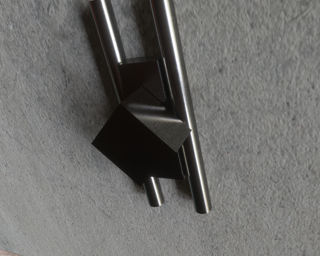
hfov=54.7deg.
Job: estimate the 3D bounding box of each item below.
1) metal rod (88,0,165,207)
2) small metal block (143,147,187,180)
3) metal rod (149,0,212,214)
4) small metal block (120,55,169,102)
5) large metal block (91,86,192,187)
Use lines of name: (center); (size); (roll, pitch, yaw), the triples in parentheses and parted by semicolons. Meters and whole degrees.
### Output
metal rod: (-0.037, -0.016, 0.417); (0.025, 0.025, 0.298); (0, 119, 27)
small metal block: (0.010, 0.042, 0.427); (0.050, 0.025, 0.050); (1, 119, 27)
metal rod: (0.030, -0.015, 0.382); (0.025, 0.025, 0.298); (0, 119, 27)
small metal block: (-0.015, -0.059, 0.377); (0.050, 0.025, 0.050); (1, 119, 27)
large metal block: (-0.023, 0.011, 0.375); (0.080, 0.050, 0.080); (42, 129, -1)
